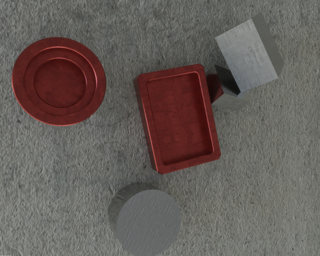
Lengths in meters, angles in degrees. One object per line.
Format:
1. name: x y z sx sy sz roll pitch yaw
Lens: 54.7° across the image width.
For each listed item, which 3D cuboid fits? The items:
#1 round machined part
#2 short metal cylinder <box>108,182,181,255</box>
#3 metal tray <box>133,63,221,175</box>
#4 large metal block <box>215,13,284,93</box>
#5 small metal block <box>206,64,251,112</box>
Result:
1. round machined part: -0.115 -0.051 0.358 0.099 0.042 0.097 0 90 -21
2. short metal cylinder: -0.020 0.112 0.389 0.081 0.050 0.079 0 90 -21
3. metal tray: 0.023 -0.013 0.411 0.091 0.030 0.129 -13 95 -15
4. large metal block: 0.125 -0.105 0.423 0.080 0.050 0.080 62 34 -10
5. small metal block: 0.092 -0.055 0.427 0.050 0.025 0.050 11 53 -32
